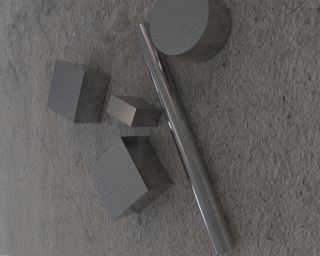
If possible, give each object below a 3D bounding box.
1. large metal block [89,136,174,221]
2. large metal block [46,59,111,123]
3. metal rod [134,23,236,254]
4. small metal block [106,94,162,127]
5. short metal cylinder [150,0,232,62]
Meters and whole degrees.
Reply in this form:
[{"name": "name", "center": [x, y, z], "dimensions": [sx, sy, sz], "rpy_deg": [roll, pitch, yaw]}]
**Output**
[{"name": "large metal block", "center": [-0.041, 0.067, 0.422], "dimensions": [0.080, 0.050, 0.080], "rpy_deg": [-45, 63, 31]}, {"name": "large metal block", "center": [-0.132, -0.058, 0.498], "dimensions": [0.080, 0.050, 0.079], "rpy_deg": [25, 106, 37]}, {"name": "metal rod", "center": [0.025, 0.000, 0.384], "dimensions": [0.025, 0.025, 0.299], "rpy_deg": [-31, 71, 36]}, {"name": "small metal block", "center": [-0.034, -0.023, 0.417], "dimensions": [0.050, 0.050, 0.025], "rpy_deg": [30, 109, 36]}, {"name": "short metal cylinder", "center": [0.035, -0.120, 0.360], "dimensions": [0.080, 0.050, 0.080], "rpy_deg": [0, 90, 40]}]
